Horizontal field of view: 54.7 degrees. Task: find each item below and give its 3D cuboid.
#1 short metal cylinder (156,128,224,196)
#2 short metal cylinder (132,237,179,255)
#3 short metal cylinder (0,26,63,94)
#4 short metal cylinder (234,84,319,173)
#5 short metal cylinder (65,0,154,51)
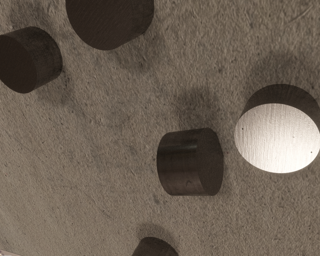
[{"bbox_3d":[0.039,0.042,0.376,0.050,0.080,0.080,-8,115,31],"label":"short metal cylinder"},{"bbox_3d":[-0.012,0.239,0.543,0.080,0.050,0.079,13,124,20],"label":"short metal cylinder"},{"bbox_3d":[-0.184,-0.094,0.427,0.080,0.050,0.079,13,124,20],"label":"short metal cylinder"},{"bbox_3d":[0.124,0.000,0.325,0.080,0.050,0.079,13,124,20],"label":"short metal cylinder"},{"bbox_3d":[-0.053,-0.131,0.337,0.080,0.050,0.079,13,124,20],"label":"short metal cylinder"}]
